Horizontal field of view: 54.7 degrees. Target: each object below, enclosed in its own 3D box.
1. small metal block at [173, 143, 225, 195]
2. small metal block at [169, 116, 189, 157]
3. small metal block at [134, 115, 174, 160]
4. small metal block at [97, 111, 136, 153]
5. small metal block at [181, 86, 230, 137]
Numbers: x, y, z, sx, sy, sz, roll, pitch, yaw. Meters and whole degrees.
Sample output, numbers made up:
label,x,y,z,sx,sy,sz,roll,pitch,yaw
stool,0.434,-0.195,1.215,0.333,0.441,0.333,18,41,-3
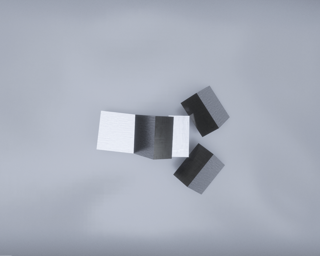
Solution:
label,x,y,z,sx,sy,sz,roll,pitch,yaw
small metal block,0.051,0.053,0.395,0.025,0.050,0.050,38,89,35
small metal block,0.022,0.010,0.398,0.025,0.050,0.050,1,90,0
small metal block,-0.009,0.010,0.379,0.025,0.050,0.050,1,93,-32
small metal block,-0.053,0.005,0.408,0.050,0.025,0.050,7,90,-1
small metal block,0.059,-0.022,0.395,0.025,0.050,0.050,-32,91,32
